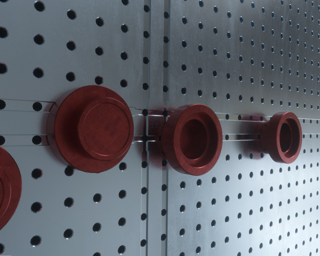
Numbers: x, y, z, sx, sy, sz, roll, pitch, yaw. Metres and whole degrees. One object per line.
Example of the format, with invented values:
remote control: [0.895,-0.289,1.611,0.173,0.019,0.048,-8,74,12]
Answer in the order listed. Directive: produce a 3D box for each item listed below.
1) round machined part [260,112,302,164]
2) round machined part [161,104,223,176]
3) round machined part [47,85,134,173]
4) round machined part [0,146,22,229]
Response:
round machined part: [0.229,0.018,0.594,0.099,0.042,0.097,0,90,-40]
round machined part: [0.040,0.016,0.434,0.099,0.042,0.097,0,90,-40]
round machined part: [-0.068,0.001,0.342,0.099,0.042,0.097,0,90,-40]
round machined part: [-0.167,0.054,0.259,0.099,0.042,0.097,0,90,-40]
